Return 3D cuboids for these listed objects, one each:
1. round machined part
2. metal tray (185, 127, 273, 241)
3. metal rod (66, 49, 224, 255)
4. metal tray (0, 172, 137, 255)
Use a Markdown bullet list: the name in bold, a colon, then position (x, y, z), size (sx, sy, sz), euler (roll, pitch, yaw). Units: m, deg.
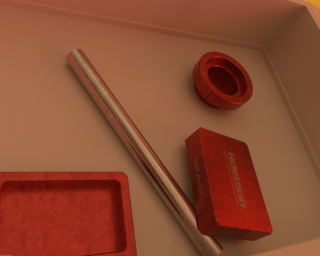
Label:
- **round machined part**: position (0.094, -0.069, 0.490), size (0.099, 0.042, 0.098), euler (14, 56, -21)
- **metal tray**: position (0.083, 0.069, 0.389), size (0.091, 0.030, 0.130), euler (18, 48, -29)
- **metal rod**: position (-0.025, 0.025, 0.378), size (0.025, 0.025, 0.299), euler (-28, 78, -38)
- **metal tray**: position (-0.093, 0.089, 0.298), size (0.131, 0.030, 0.090), euler (4, 60, -27)
